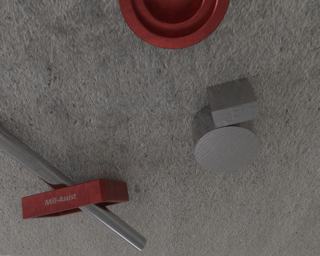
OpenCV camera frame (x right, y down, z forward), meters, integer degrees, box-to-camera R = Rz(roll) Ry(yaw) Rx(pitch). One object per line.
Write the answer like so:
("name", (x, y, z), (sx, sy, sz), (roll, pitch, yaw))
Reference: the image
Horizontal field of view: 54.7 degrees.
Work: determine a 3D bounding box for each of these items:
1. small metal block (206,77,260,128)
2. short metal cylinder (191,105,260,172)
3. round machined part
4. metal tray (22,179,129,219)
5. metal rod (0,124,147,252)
("small metal block", (0.085, -0.031, 0.366), (0.050, 0.050, 0.025), (-14, 129, 11))
("short metal cylinder", (0.083, 0.012, 0.402), (0.081, 0.050, 0.079), (0, 130, 0))
("round machined part", (0.012, -0.128, 0.288), (0.099, 0.042, 0.097), (0, 130, 0))
("metal tray", (-0.123, 0.107, 0.464), (0.130, 0.030, 0.090), (-15, 163, 12))
("metal rod", (-0.130, 0.093, 0.456), (0.025, 0.025, 0.300), (-34, 114, 25))
